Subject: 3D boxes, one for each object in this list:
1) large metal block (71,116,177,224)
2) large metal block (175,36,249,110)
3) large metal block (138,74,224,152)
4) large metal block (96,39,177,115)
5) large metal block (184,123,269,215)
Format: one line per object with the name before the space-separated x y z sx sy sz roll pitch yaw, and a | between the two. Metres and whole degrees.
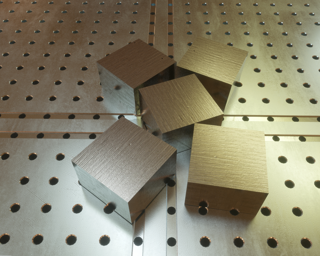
large metal block | -0.038 0.045 0.352 0.080 0.050 0.080 30 56 23
large metal block | 0.076 -0.084 0.461 0.080 0.050 0.080 22 54 14
large metal block | 0.025 -0.018 0.406 0.081 0.050 0.080 -18 52 -14
large metal block | -0.033 -0.078 0.457 0.080 0.050 0.080 -37 59 -26
large metal block | 0.074 0.045 0.354 0.080 0.050 0.080 7 50 5
